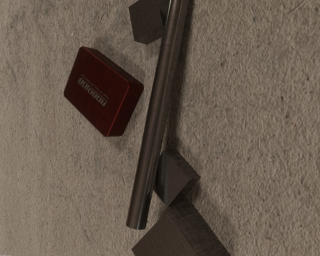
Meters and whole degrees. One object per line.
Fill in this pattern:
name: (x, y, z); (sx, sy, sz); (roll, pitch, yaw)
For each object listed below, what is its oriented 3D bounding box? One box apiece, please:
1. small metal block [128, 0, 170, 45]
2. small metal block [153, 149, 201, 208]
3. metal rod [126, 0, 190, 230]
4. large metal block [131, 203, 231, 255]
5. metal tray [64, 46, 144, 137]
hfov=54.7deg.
small metal block: (-0.012, -0.146, 0.413); (0.050, 0.025, 0.050); (-17, 79, 38)
small metal block: (0.015, 0.063, 0.391); (0.050, 0.025, 0.050); (48, 118, 29)
metal rod: (-0.001, -0.025, 0.382); (0.025, 0.025, 0.298); (11, 90, 39)
large metal block: (0.024, 0.150, 0.367); (0.080, 0.050, 0.080); (52, 120, 27)
metal tray: (-0.091, -0.057, 0.474); (0.130, 0.030, 0.089); (40, 114, 32)
